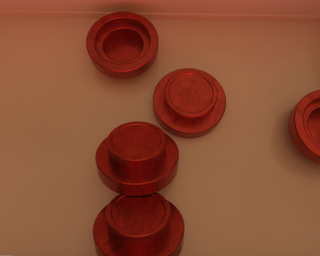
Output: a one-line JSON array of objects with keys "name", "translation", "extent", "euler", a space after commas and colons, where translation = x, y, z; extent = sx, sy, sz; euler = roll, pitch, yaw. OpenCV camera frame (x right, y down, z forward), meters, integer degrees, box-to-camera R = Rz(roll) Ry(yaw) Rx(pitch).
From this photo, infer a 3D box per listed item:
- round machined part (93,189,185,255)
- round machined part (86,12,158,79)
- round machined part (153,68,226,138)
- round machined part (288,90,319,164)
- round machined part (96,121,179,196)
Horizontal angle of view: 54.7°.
[{"name": "round machined part", "translation": [-0.023, 0.104, 0.335], "extent": [0.099, 0.042, 0.098], "euler": [0, 31, 0]}, {"name": "round machined part", "translation": [-0.051, -0.113, 0.441], "extent": [0.099, 0.042, 0.098], "euler": [0, 70, -1]}, {"name": "round machined part", "translation": [0.040, -0.038, 0.415], "extent": [0.099, 0.042, 0.098], "euler": [0, 70, -1]}, {"name": "round machined part", "translation": [0.216, 0.002, 0.403], "extent": [0.099, 0.042, 0.098], "euler": [0, 70, -1]}, {"name": "round machined part", "translation": [-0.027, 0.029, 0.367], "extent": [0.099, 0.042, 0.098], "euler": [0, 39, 0]}]
